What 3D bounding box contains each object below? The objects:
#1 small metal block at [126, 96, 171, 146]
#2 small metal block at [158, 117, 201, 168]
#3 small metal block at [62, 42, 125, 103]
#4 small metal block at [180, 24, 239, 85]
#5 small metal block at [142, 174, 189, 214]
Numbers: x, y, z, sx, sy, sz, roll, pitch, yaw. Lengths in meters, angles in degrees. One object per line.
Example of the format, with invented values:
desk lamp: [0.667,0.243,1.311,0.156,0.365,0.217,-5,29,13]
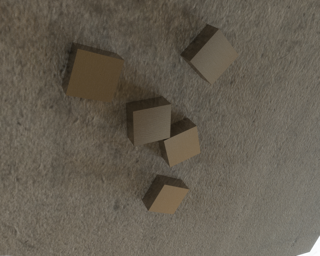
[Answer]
small metal block: [-0.014,-0.009,0.395,0.050,0.025,0.050,-13,124,-22]
small metal block: [0.027,0.020,0.436,0.050,0.025,0.050,-24,128,-14]
small metal block: [-0.072,-0.059,0.332,0.050,0.025,0.050,8,115,-32]
small metal block: [0.062,-0.091,0.386,0.050,0.025,0.050,-48,129,5]
small metal block: [0.009,0.103,0.477,0.050,0.025,0.050,19,108,-36]
